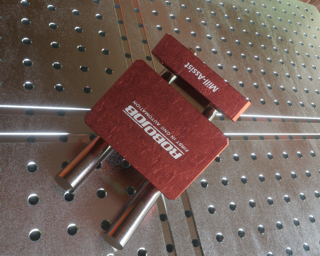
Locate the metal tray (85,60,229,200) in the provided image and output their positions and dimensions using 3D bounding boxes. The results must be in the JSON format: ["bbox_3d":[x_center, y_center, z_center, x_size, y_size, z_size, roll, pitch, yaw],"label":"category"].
[{"bbox_3d":[-0.004,0.002,0.337,0.130,0.030,0.090,43,94,0],"label":"metal tray"}]

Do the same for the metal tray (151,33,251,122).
[{"bbox_3d":[0.051,-0.064,0.406,0.130,0.030,0.090,40,7,-2],"label":"metal tray"}]

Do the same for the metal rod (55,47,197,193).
[{"bbox_3d":[-0.025,-0.032,0.416,0.025,0.025,0.301,40,51,-1],"label":"metal rod"}]

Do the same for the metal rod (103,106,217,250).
[{"bbox_3d":[0.028,0.027,0.409,0.025,0.025,0.301,41,51,-1],"label":"metal rod"}]

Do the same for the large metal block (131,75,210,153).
[{"bbox_3d":[0.018,-0.021,0.396,0.050,0.080,0.080,41,51,-1],"label":"large metal block"}]
